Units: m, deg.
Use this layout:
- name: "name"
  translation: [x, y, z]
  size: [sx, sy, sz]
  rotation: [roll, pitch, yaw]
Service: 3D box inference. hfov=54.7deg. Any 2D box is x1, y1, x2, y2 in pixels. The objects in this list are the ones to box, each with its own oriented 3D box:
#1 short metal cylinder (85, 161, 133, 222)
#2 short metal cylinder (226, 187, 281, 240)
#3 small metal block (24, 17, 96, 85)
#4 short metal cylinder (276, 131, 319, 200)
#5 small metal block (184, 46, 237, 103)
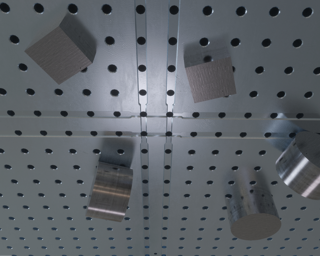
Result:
- name: "short metal cylinder"
  translation: [-0.075, 0.093, 0.454]
  size: [0.050, 0.080, 0.079]
  rotation: [14, 129, -12]
- name: "short metal cylinder"
  translation: [0.155, 0.145, 0.520]
  size: [0.081, 0.050, 0.079]
  rotation: [0, 130, 0]
- name: "small metal block"
  translation: [-0.108, -0.083, 0.340]
  size: [0.050, 0.025, 0.050]
  rotation: [-27, 126, 21]
- name: "short metal cylinder"
  translation: [0.207, 0.050, 0.420]
  size: [0.081, 0.080, 0.050]
  rotation: [13, 129, -11]
- name: "small metal block"
  translation: [0.058, -0.061, 0.360]
  size: [0.050, 0.025, 0.050]
  rotation: [-13, 129, 10]
